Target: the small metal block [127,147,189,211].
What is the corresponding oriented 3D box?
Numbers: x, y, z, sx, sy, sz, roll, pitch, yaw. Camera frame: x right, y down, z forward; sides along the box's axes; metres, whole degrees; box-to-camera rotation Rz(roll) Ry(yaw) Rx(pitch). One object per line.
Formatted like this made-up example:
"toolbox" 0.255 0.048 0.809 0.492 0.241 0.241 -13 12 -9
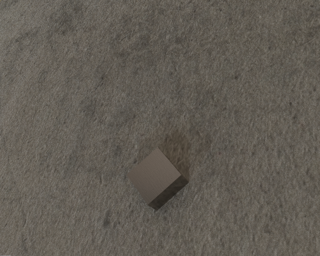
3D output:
"small metal block" -0.003 0.060 0.368 0.050 0.025 0.050 -42 51 -1
